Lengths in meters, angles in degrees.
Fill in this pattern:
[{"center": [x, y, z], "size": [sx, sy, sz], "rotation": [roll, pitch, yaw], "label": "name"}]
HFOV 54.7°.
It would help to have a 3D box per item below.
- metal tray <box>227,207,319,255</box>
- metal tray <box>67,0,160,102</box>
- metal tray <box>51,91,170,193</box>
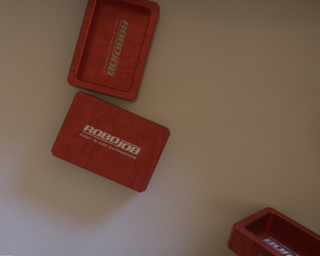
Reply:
[{"center": [0.154, 0.144, 0.346], "size": [0.130, 0.091, 0.030], "rotation": [28, 113, 41], "label": "metal tray"}, {"center": [-0.059, -0.107, 0.408], "size": [0.090, 0.030, 0.129], "rotation": [15, 90, 0], "label": "metal tray"}, {"center": [-0.063, 0.018, 0.408], "size": [0.131, 0.030, 0.090], "rotation": [23, 90, 0], "label": "metal tray"}]
